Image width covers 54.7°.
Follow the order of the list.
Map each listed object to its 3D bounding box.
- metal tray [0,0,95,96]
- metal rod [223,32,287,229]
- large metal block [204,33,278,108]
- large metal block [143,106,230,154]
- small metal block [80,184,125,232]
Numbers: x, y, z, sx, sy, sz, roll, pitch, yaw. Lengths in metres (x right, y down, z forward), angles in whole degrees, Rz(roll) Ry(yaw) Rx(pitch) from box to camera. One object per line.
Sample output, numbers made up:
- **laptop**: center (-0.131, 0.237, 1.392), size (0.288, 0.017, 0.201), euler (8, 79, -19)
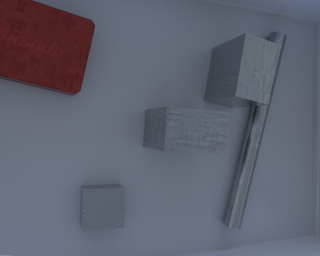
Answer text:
- **metal tray**: center (-0.149, -0.096, 0.353), size (0.131, 0.030, 0.090), euler (13, 86, -20)
- **metal rod**: center (0.144, 0.000, 0.465), size (0.025, 0.025, 0.299), euler (17, 84, -20)
- **large metal block**: center (0.107, -0.073, 0.422), size (0.050, 0.080, 0.080), euler (11, 86, -20)
- **large metal block**: center (0.030, 0.003, 0.394), size (0.081, 0.080, 0.050), euler (4, 89, -20)
- **small metal block**: center (-0.072, 0.098, 0.385), size (0.050, 0.025, 0.050), euler (2, 90, -21)
